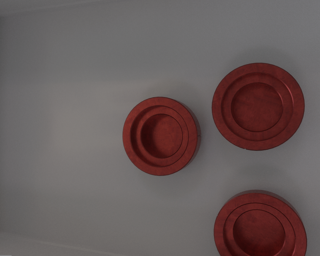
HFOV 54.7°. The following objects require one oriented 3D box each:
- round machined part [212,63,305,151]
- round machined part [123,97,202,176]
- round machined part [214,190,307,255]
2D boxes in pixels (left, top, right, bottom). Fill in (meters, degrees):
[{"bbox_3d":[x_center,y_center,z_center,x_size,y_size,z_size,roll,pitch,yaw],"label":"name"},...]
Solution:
[{"bbox_3d":[0.113,-0.023,0.361,0.098,0.042,0.097,0,90,20],"label":"round machined part"},{"bbox_3d":[0.005,0.010,0.400,0.098,0.042,0.097,0,90,20],"label":"round machined part"},{"bbox_3d":[0.115,0.120,0.361,0.098,0.042,0.097,0,90,20],"label":"round machined part"}]
